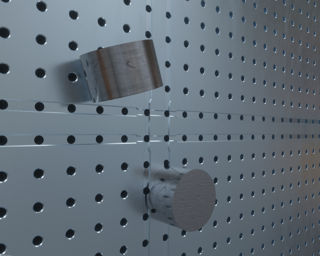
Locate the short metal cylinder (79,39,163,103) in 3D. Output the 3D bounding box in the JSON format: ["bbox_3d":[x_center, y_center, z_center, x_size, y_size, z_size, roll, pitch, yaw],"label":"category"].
[{"bbox_3d":[-0.041,-0.062,0.338,0.081,0.080,0.050,-22,104,-38],"label":"short metal cylinder"}]

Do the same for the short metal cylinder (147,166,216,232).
[{"bbox_3d":[0.030,0.093,0.418,0.081,0.050,0.079,0,90,-40],"label":"short metal cylinder"}]
